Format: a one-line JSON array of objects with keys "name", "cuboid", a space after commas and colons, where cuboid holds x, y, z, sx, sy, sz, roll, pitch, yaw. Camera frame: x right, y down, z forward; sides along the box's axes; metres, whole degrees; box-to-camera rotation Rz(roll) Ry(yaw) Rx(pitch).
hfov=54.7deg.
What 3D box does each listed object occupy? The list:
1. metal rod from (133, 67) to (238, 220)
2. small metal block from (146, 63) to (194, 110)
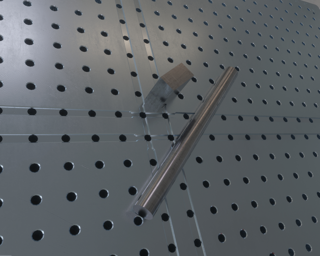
[{"name": "metal rod", "cuboid": [0.051, -0.001, 0.435, 0.025, 0.025, 0.301, 39, 51, -2]}, {"name": "small metal block", "cuboid": [0.014, -0.058, 0.435, 0.025, 0.050, 0.050, 46, 51, 4]}]
